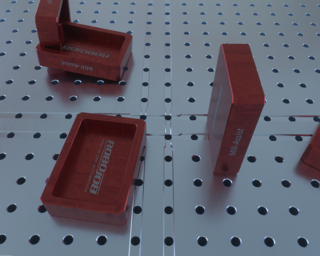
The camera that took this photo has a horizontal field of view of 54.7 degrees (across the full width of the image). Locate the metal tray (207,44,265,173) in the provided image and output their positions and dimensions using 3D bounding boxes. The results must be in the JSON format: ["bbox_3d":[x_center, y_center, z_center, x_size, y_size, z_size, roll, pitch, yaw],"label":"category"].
[{"bbox_3d":[0.081,-0.019,0.356,0.030,0.129,0.090,0,50,0],"label":"metal tray"}]

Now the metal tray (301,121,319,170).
[{"bbox_3d":[0.256,0.033,0.379,0.130,0.030,0.090,29,55,22],"label":"metal tray"}]

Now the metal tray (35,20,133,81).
[{"bbox_3d":[-0.118,-0.127,0.498,0.131,0.030,0.090,12,49,1],"label":"metal tray"}]

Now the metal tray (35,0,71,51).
[{"bbox_3d":[-0.171,-0.174,0.507,0.030,0.089,0.130,0,50,-8],"label":"metal tray"}]

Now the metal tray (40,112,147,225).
[{"bbox_3d":[-0.071,0.042,0.367,0.091,0.030,0.130,7,50,5],"label":"metal tray"}]
